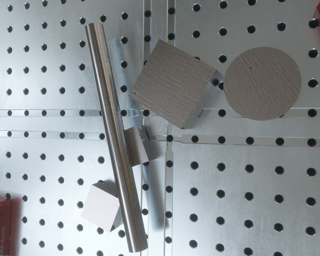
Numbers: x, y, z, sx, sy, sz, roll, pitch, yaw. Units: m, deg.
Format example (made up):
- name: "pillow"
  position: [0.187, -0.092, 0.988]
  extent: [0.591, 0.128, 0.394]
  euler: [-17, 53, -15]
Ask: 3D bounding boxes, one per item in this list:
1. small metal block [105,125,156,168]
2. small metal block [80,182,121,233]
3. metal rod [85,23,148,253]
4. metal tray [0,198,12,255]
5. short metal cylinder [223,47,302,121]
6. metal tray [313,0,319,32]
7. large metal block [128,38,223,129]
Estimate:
- name: "small metal block"
  position: [-0.041, 0.028, 0.427]
  extent: [0.050, 0.025, 0.050]
  euler: [-22, 83, 18]
- name: "small metal block"
  position: [-0.078, 0.111, 0.440]
  extent: [0.050, 0.025, 0.050]
  euler: [23, 98, 18]
- name: "metal rod"
  position: [-0.058, 0.008, 0.406]
  extent: [0.025, 0.025, 0.298]
  euler: [-14, 85, 19]
- name: "metal tray"
  position: [-0.296, 0.179, 0.514]
  extent: [0.090, 0.030, 0.129]
  euler: [5, 92, 19]
- name: "short metal cylinder"
  position: [0.118, -0.048, 0.358]
  extent: [0.080, 0.050, 0.080]
  euler: [0, 90, 20]
- name: "metal tray"
  position: [0.244, -0.114, 0.323]
  extent: [0.130, 0.030, 0.090]
  euler: [-19, 84, 19]
- name: "large metal block"
  position: [0.020, -0.053, 0.392]
  extent: [0.080, 0.050, 0.080]
  euler: [33, 101, 17]
